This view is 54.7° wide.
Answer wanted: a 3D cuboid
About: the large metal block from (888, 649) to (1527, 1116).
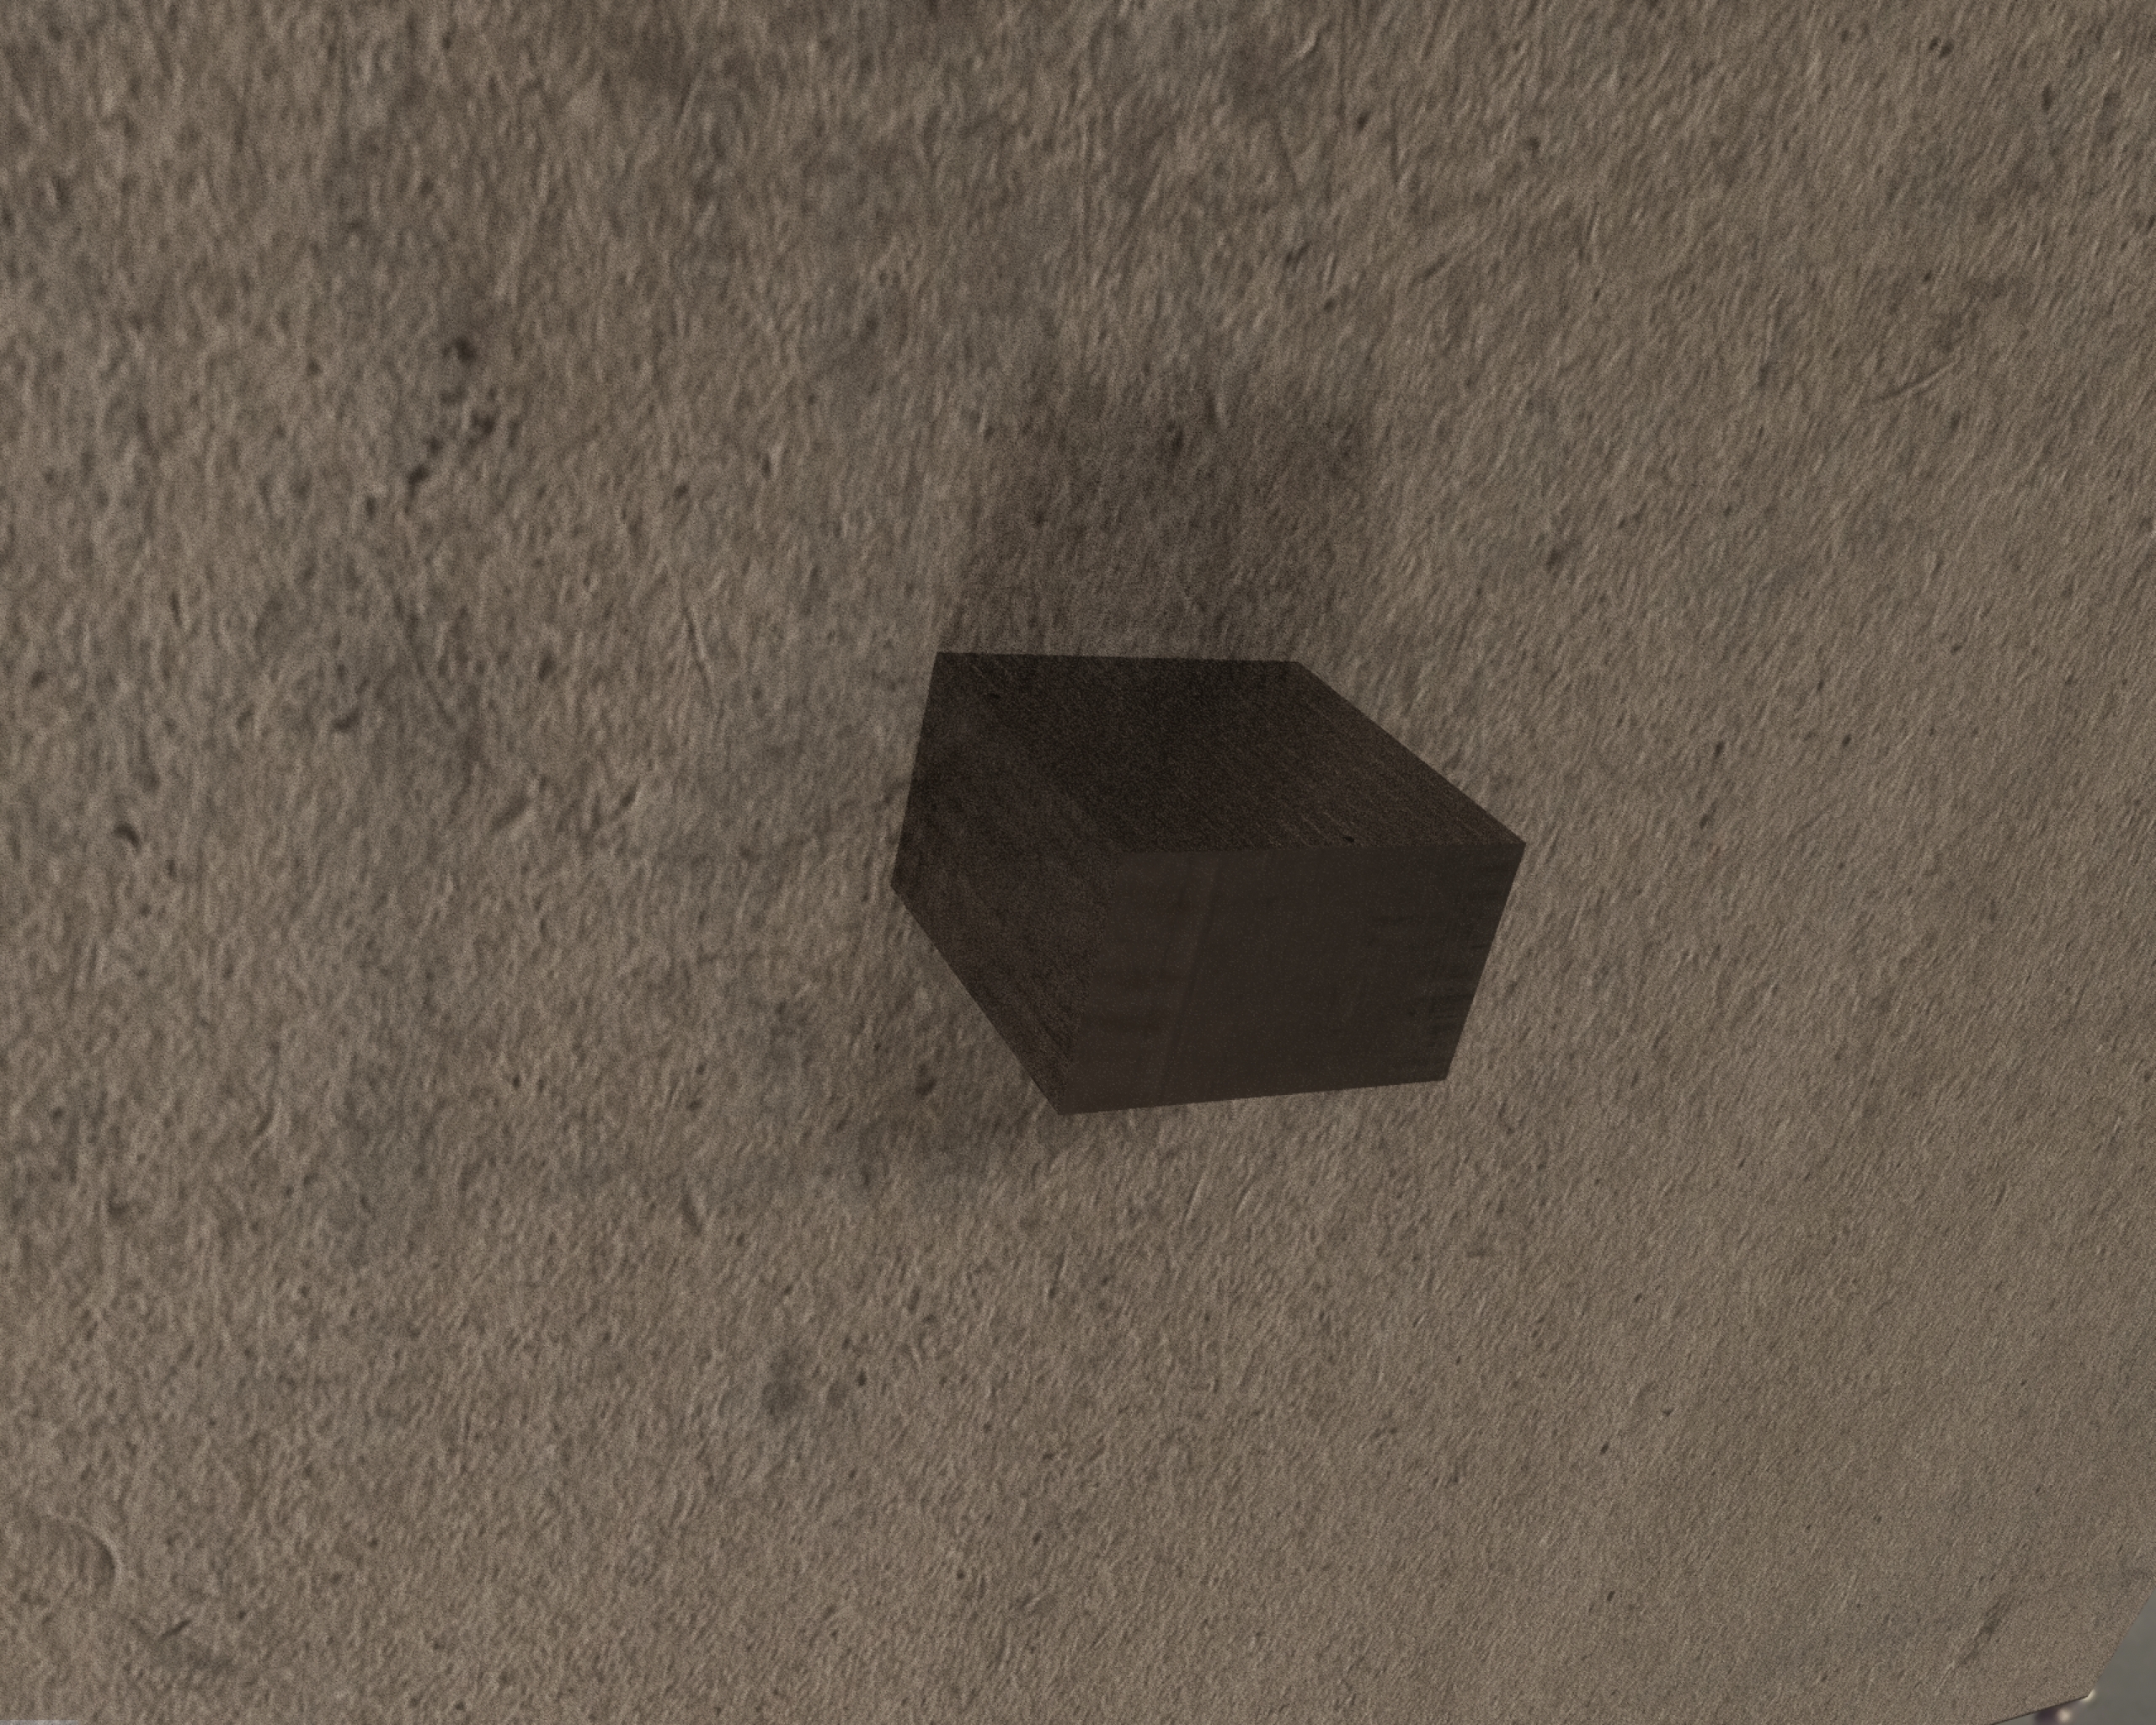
[{"bbox_3d":[0.021,0.000,0.386,0.081,0.080,0.050,-1,119,-28],"label":"large metal block"}]
